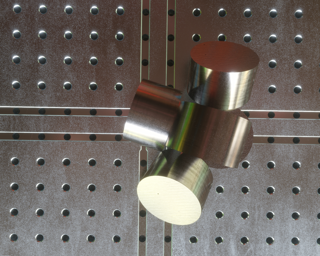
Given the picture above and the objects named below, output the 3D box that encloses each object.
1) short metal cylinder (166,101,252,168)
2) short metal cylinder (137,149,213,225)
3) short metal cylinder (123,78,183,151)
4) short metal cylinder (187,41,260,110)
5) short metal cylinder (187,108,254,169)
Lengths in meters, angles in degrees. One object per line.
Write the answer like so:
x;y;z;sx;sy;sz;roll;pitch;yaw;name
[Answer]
0.052;0.007;0.335;0.080;0.080;0.050;17;90;0;short metal cylinder
0.019;0.072;0.380;0.080;0.050;0.079;14;129;18;short metal cylinder
-0.009;-0.016;0.385;0.050;0.080;0.080;19;90;0;short metal cylinder
0.075;-0.066;0.379;0.081;0.080;0.050;2;130;0;short metal cylinder
0.073;0.010;0.400;0.081;0.050;0.080;0;89;0;short metal cylinder
